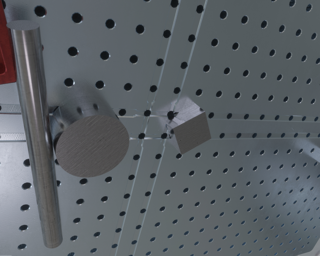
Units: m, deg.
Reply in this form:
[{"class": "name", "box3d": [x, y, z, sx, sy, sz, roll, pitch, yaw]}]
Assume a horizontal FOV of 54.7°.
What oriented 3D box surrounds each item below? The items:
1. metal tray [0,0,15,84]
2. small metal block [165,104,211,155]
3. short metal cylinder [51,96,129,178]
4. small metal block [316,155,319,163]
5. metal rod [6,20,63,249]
[{"class": "metal tray", "box3d": [-0.195, -0.074, 0.254, 0.131, 0.030, 0.089, -13, 124, -21]}, {"class": "small metal block", "box3d": [0.040, 0.002, 0.434, 0.050, 0.025, 0.050, -28, 128, -11]}, {"class": "short metal cylinder", "box3d": [-0.082, 0.010, 0.356, 0.081, 0.050, 0.079, -14, 124, -21]}, {"class": "small metal block", "box3d": [0.363, 0.072, 0.637, 0.050, 0.050, 0.025, 8, 114, -32]}, {"class": "metal rod", "box3d": [-0.129, 0.035, 0.340, 0.025, 0.025, 0.298, -10, 130, -23]}]
